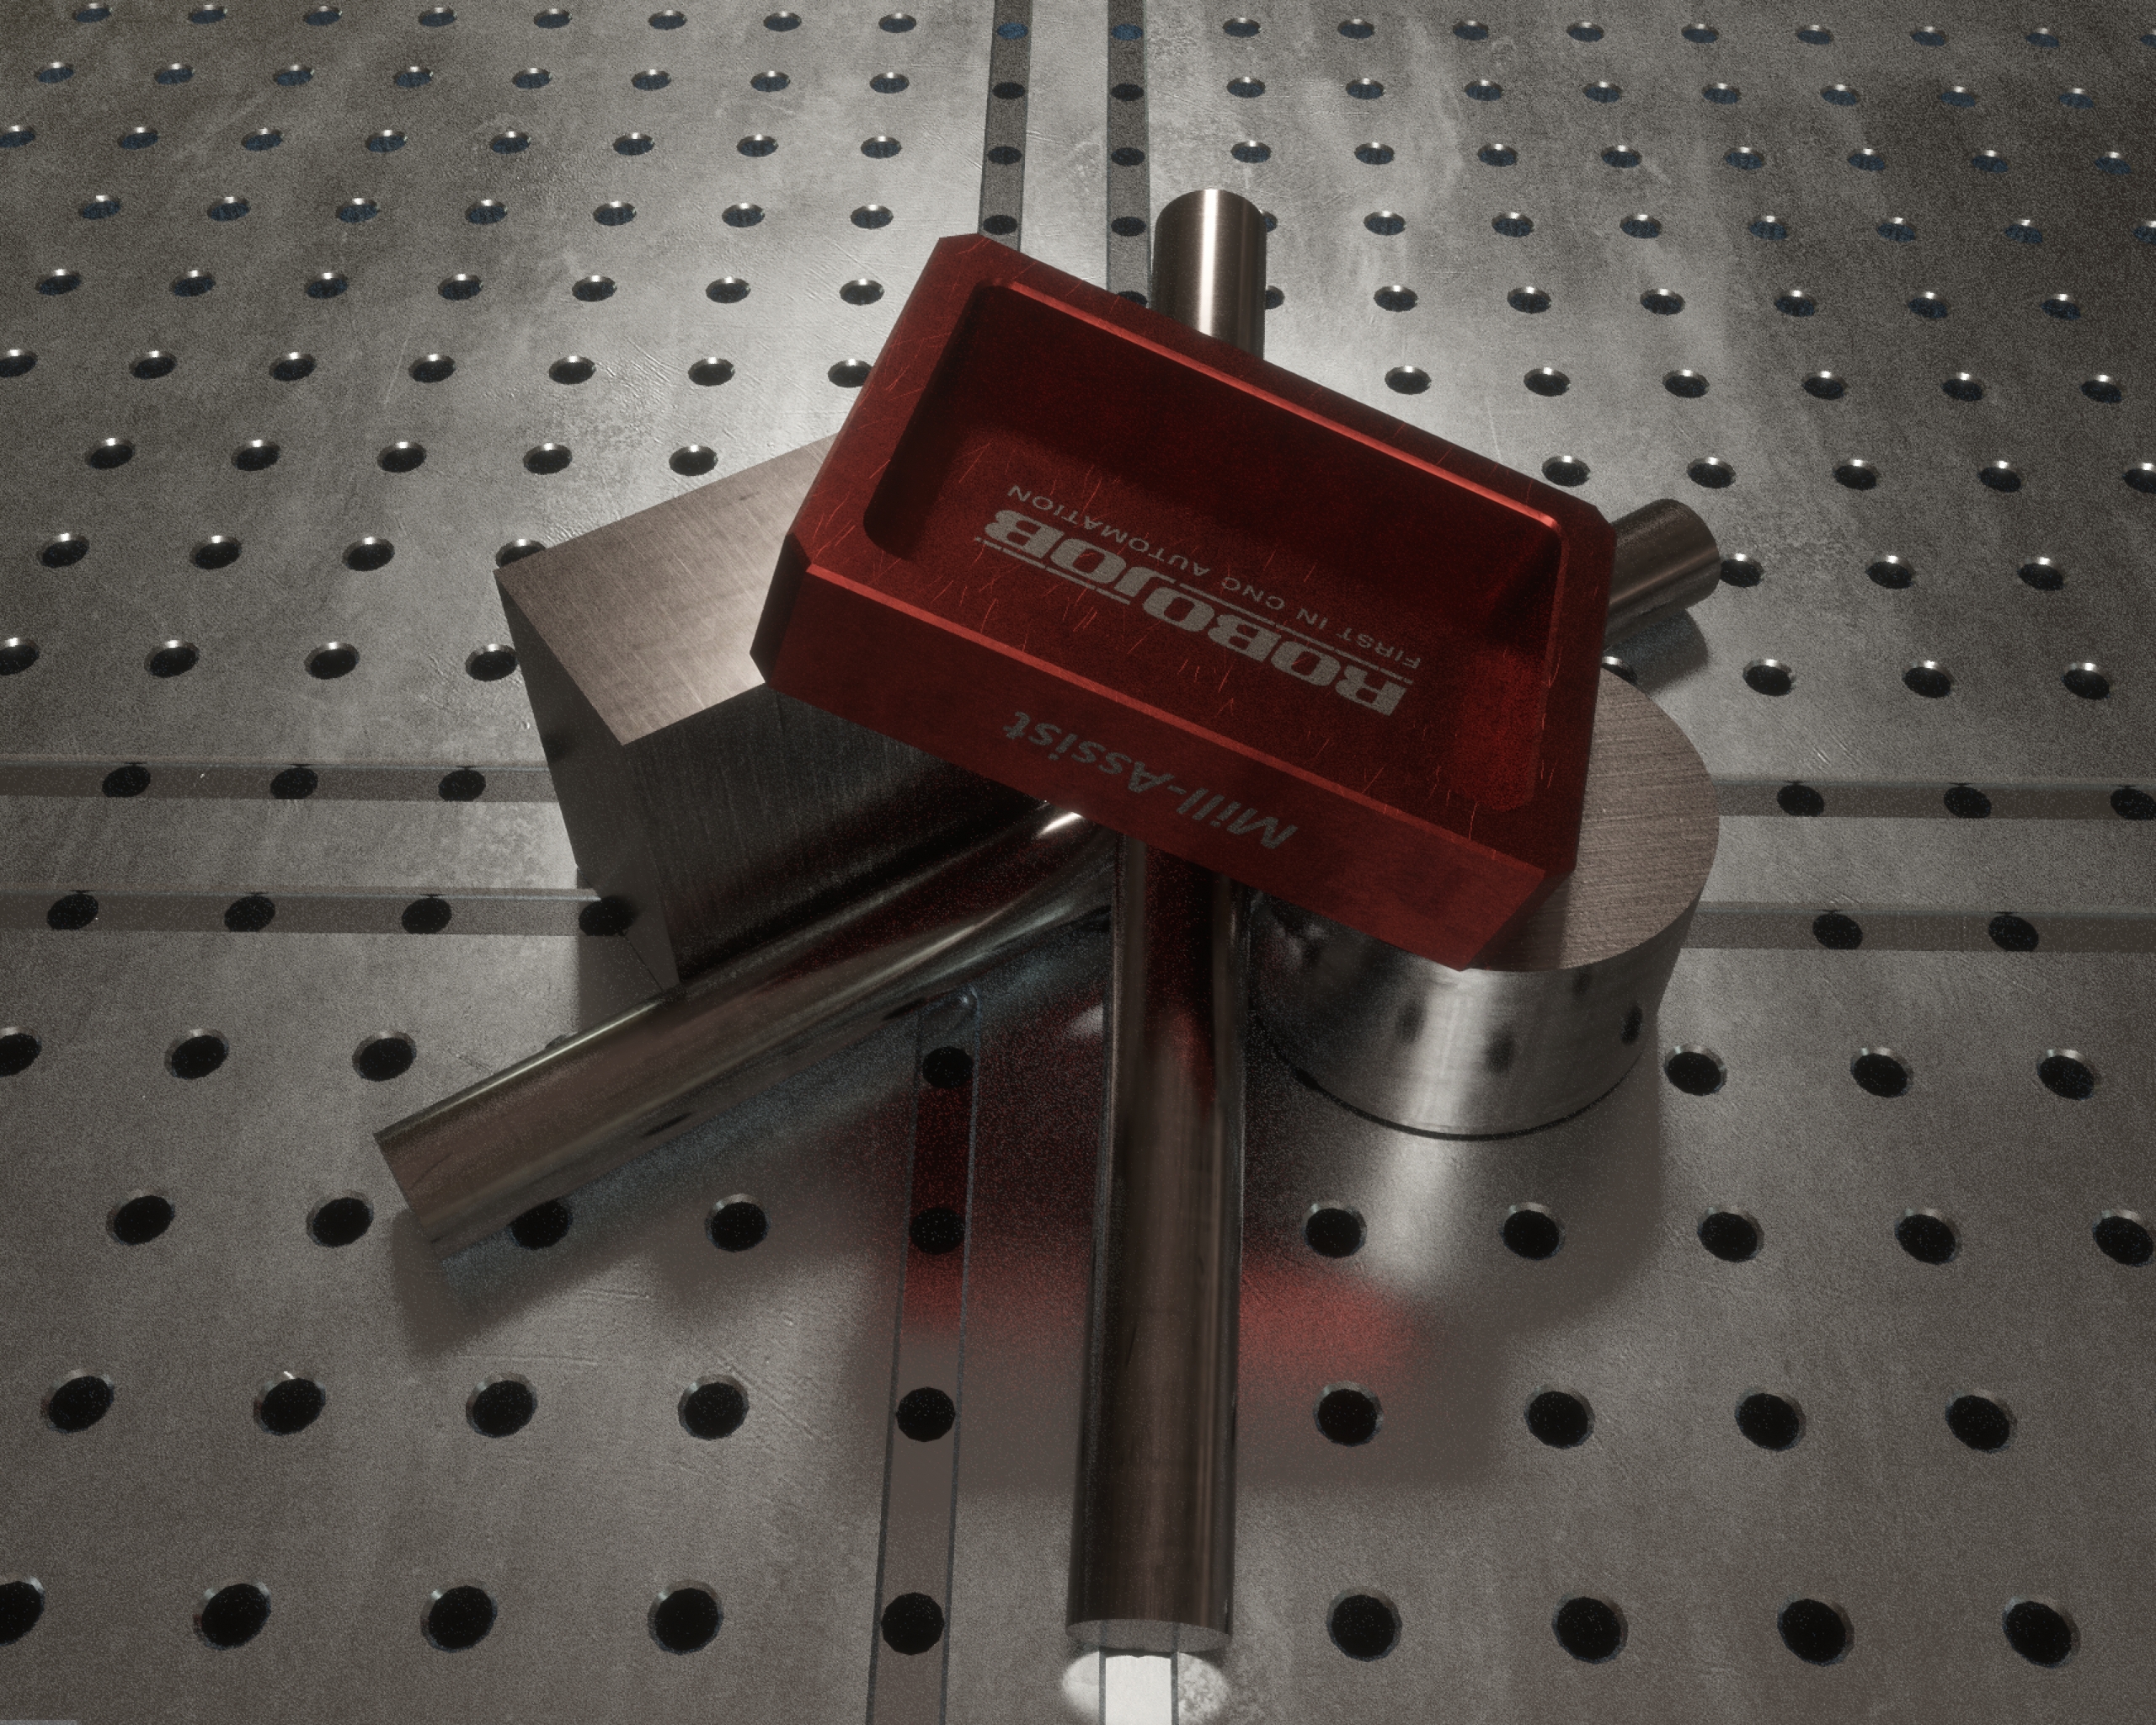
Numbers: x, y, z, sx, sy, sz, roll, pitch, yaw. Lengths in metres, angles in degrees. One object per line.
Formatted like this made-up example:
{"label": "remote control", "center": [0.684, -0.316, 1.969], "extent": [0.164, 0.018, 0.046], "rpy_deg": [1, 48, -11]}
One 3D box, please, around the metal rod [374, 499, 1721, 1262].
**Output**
{"label": "metal rod", "center": [0.010, -0.006, 0.413], "extent": [0.302, 0.025, 0.025], "rpy_deg": [-27, 55, -21]}

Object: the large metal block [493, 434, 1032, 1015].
{"label": "large metal block", "center": [-0.054, -0.026, 0.392], "extent": [0.081, 0.080, 0.050], "rpy_deg": [-27, 56, -21]}

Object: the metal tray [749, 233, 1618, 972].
{"label": "metal tray", "center": [0.022, -0.046, 0.351], "extent": [0.131, 0.030, 0.090], "rpy_deg": [22, 51, -6]}

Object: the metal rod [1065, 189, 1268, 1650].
{"label": "metal rod", "center": [0.020, -0.012, 0.389], "extent": [0.025, 0.025, 0.299], "rpy_deg": [3, 59, 2]}

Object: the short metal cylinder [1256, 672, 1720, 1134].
{"label": "short metal cylinder", "center": [0.073, 0.003, 0.388], "extent": [0.081, 0.050, 0.080], "rpy_deg": [0, 50, 0]}
